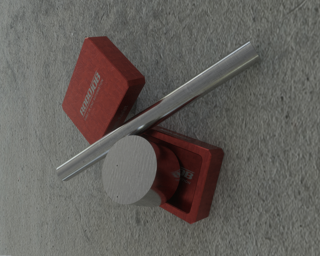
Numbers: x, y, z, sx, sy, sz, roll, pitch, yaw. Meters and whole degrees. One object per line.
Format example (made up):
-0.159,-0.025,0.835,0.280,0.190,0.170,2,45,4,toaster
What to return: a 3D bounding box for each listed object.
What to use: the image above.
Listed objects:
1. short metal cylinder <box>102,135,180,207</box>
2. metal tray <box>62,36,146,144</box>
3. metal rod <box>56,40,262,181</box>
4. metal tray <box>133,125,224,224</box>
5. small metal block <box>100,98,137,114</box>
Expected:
-0.023,0.053,0.375,0.080,0.050,0.080,-12,68,31,short metal cylinder
-0.081,-0.045,0.417,0.090,0.030,0.129,49,131,17,metal tray
-0.018,-0.009,0.380,0.300,0.025,0.025,-32,70,23,metal rod
0.008,0.051,0.392,0.130,0.030,0.089,20,102,38,metal tray
-0.069,-0.037,0.443,0.050,0.050,0.025,12,98,39,small metal block
